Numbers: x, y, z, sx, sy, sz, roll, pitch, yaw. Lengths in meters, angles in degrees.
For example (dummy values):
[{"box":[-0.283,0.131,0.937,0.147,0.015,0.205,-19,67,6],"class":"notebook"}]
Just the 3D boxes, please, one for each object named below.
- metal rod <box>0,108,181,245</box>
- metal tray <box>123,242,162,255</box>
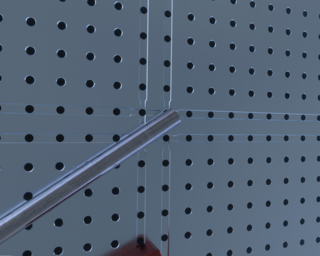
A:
[{"box":[-0.099,0.063,0.376,0.302,0.025,0.025,-34,101,-17],"class":"metal rod"},{"box":[-0.048,0.218,0.394,0.131,0.030,0.090,-23,98,-19],"class":"metal tray"}]
